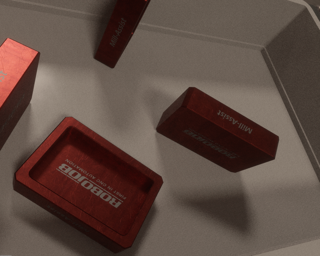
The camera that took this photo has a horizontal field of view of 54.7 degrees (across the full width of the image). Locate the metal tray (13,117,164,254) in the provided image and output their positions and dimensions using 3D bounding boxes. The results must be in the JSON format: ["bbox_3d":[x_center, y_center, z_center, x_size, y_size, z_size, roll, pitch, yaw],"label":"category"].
[{"bbox_3d":[-0.071,0.058,0.329,0.130,0.030,0.090,35,51,-6],"label":"metal tray"}]

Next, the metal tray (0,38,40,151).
[{"bbox_3d":[-0.157,-0.009,0.284,0.030,0.090,0.130,25,53,-14],"label":"metal tray"}]

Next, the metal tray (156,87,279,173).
[{"bbox_3d":[0.070,0.008,0.396,0.131,0.090,0.030,29,63,-11],"label":"metal tray"}]

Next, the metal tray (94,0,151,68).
[{"bbox_3d":[-0.040,-0.151,0.410,0.030,0.129,0.090,28,52,-11],"label":"metal tray"}]
